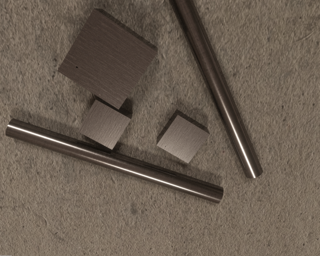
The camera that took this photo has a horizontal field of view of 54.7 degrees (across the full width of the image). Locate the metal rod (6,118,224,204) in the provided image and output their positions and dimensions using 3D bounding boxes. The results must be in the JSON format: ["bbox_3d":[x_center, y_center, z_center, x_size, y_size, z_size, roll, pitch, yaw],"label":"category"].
[{"bbox_3d":[-0.055,0.048,0.426,0.302,0.025,0.025,19,109,-8],"label":"metal rod"}]

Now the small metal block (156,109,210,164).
[{"bbox_3d":[0.030,0.011,0.414,0.050,0.025,0.050,31,107,-11],"label":"small metal block"}]

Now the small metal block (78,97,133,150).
[{"bbox_3d":[-0.071,-0.008,0.406,0.050,0.025,0.050,30,107,-11],"label":"small metal block"}]

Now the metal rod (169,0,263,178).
[{"bbox_3d":[0.067,-0.063,0.387,0.025,0.025,0.299,-24,109,8],"label":"metal rod"}]

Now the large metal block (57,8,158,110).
[{"bbox_3d":[-0.059,-0.082,0.365,0.080,0.050,0.080,33,107,-12],"label":"large metal block"}]
